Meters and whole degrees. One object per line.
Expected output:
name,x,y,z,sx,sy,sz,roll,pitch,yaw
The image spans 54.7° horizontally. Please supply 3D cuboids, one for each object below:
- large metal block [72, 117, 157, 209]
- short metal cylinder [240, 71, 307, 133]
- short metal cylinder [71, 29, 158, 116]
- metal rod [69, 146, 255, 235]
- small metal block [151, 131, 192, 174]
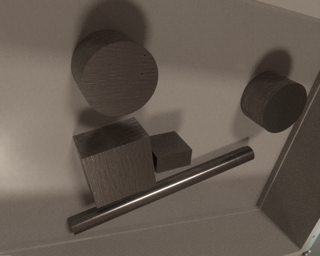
large metal block,-0.055,0.042,0.390,0.081,0.050,0.079,-19,126,-18
short metal cylinder,0.169,-0.039,0.463,0.081,0.050,0.079,-14,125,-21
short metal cylinder,-0.049,-0.059,0.330,0.081,0.050,0.079,-14,125,-21
metal rod,0.014,0.089,0.473,0.302,0.025,0.025,-19,126,-18
small metal block,0.008,0.031,0.418,0.050,0.050,0.025,-11,123,-23
